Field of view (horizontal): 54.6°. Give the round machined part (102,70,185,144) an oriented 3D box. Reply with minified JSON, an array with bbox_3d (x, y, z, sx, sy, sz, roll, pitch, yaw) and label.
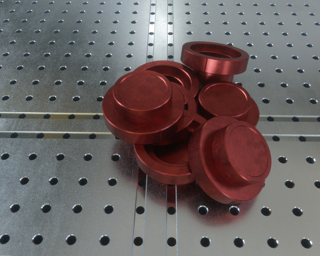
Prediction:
[{"bbox_3d":[-0.020,-0.031,0.368,0.099,0.042,0.098,0,50,0],"label":"round machined part"}]

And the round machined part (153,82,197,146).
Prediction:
[{"bbox_3d":[-0.002,-0.015,0.409,0.099,0.042,0.098,0,50,0],"label":"round machined part"}]

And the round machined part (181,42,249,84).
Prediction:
[{"bbox_3d":[0.079,-0.095,0.463,0.099,0.042,0.098,6,29,-3],"label":"round machined part"}]

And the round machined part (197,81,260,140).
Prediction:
[{"bbox_3d":[0.085,-0.026,0.419,0.099,0.042,0.098,0,50,0],"label":"round machined part"}]

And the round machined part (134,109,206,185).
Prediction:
[{"bbox_3d":[0.019,0.026,0.375,0.099,0.042,0.098,0,50,0],"label":"round machined part"}]

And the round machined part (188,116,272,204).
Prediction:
[{"bbox_3d":[0.083,0.031,0.339,0.099,0.042,0.098,15,61,-28],"label":"round machined part"}]

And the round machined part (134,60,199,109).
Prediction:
[{"bbox_3d":[0.004,-0.049,0.438,0.099,0.042,0.098,0,50,0],"label":"round machined part"}]
